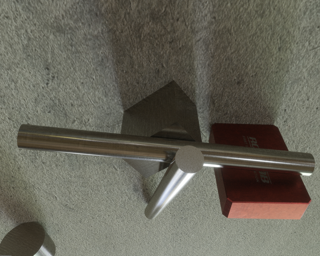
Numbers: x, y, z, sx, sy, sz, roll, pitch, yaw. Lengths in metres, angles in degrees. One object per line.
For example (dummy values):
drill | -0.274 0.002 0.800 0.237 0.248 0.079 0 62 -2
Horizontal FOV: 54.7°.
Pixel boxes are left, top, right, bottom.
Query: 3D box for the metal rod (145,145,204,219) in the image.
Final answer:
metal rod | 0.005 0.086 0.398 0.025 0.025 0.299 6 156 -6

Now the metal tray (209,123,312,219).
metal tray | 0.114 0.047 0.380 0.091 0.130 0.030 2 130 -2

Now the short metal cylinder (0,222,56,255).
short metal cylinder | -0.235 0.217 0.552 0.080 0.080 0.050 -7 130 5

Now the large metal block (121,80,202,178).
large metal block | 0.000 0.001 0.372 0.080 0.080 0.050 -30 124 22

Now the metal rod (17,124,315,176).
metal rod | 0.013 0.024 0.322 0.302 0.025 0.025 6 130 -6
